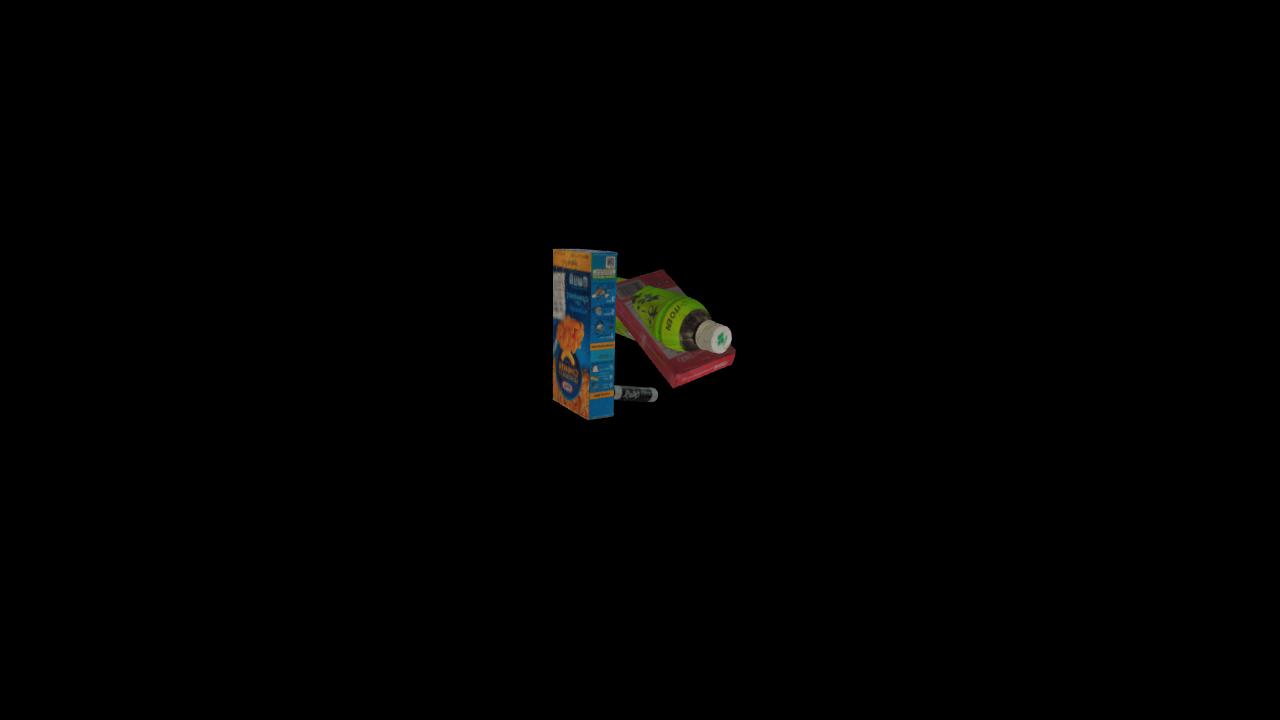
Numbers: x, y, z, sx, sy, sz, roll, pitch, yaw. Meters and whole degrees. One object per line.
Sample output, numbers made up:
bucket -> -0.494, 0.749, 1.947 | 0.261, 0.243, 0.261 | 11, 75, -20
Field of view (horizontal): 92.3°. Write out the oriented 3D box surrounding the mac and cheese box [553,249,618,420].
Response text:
mac and cheese box -> -0.065, -0.033, 0.702 | 0.041, 0.184, 0.093 | -7, 15, -34

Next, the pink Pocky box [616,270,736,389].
pink Pocky box -> 0.032, -0.040, 0.716 | 0.084, 0.155, 0.029 | -21, -35, -26

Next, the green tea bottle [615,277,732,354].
green tea bottle -> 0.024, -0.047, 0.721 | 0.073, 0.073, 0.212 | 0, 16, -39

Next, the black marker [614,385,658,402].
black marker -> -0.017, 0.040, 0.739 | 0.020, 0.020, 0.121 | 0, -5, 33
